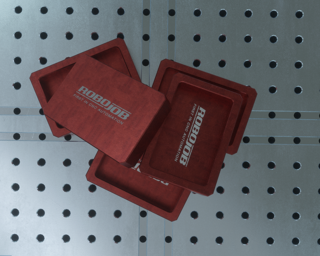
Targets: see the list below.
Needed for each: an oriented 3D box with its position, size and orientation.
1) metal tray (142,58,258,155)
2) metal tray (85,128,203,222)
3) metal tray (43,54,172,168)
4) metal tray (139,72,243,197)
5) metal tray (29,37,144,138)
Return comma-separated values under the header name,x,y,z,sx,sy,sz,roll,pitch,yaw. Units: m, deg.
name,x,y,z,sx,sy,sz,roll,pitch,yaw
metal tray,0.050,-0.027,0.410,0.131,0.030,0.090,19,90,1
metal tray,-0.019,0.054,0.411,0.130,0.030,0.090,26,90,0
metal tray,-0.064,-0.023,0.370,0.130,0.030,0.090,29,82,22
metal tray,0.038,0.008,0.380,0.090,0.030,0.130,20,78,0
metal tray,-0.091,-0.052,0.410,0.130,0.030,0.090,-22,90,0
